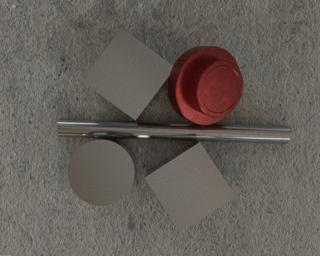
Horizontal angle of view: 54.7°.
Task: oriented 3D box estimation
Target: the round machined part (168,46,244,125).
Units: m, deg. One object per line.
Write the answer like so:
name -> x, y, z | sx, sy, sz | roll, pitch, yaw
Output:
round machined part -> 0.062, -0.050, 0.380 | 0.099, 0.042, 0.097 | -8, 108, -26

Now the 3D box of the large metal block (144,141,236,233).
large metal block -> 0.037, 0.072, 0.399 | 0.080, 0.050, 0.080 | -33, 90, 0

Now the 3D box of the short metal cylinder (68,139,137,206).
short metal cylinder -> -0.071, 0.054, 0.398 | 0.081, 0.050, 0.079 | 0, 90, -1

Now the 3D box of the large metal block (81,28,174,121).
large metal block -> -0.038, -0.065, 0.396 | 0.080, 0.050, 0.080 | 37, 90, -1

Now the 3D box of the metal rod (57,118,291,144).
metal rod -> 0.019, 0.004, 0.412 | 0.302, 0.025, 0.025 | 2, 90, -1
